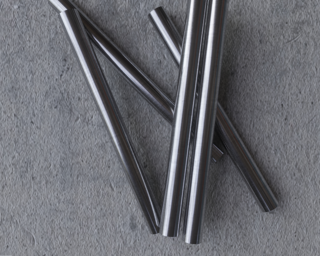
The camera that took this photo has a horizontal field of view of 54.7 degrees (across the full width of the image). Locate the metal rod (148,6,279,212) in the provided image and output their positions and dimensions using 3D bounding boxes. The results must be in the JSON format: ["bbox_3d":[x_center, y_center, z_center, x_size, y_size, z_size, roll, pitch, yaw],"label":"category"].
[{"bbox_3d":[0.070,-0.024,0.410,0.025,0.025,0.299,-30,90,0],"label":"metal rod"}]

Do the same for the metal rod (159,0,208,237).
[{"bbox_3d":[0.030,-0.018,0.383,0.025,0.025,0.298,7,90,0],"label":"metal rod"}]

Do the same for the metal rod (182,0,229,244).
[{"bbox_3d":[0.056,-0.009,0.384,0.025,0.025,0.298,6,90,0],"label":"metal rod"}]

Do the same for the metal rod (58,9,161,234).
[{"bbox_3d":[-0.058,-0.004,0.396,0.025,0.025,0.299,-22,95,0],"label":"metal rod"}]

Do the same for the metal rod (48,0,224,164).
[{"bbox_3d":[-0.031,-0.066,0.409,0.300,0.025,0.025,45,90,0],"label":"metal rod"}]
